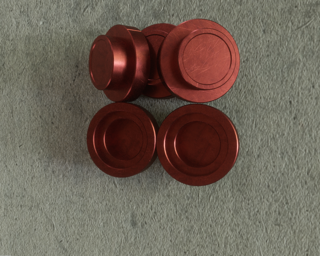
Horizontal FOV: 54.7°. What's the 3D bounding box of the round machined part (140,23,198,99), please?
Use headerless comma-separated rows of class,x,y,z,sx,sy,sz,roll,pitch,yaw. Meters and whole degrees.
round machined part,-0.002,-0.087,0.400,0.098,0.042,0.097,0,90,19

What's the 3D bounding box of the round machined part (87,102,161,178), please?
round machined part,-0.045,0.015,0.416,0.098,0.042,0.097,0,90,19

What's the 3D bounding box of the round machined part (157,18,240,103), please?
round machined part,0.048,-0.078,0.360,0.099,0.042,0.097,-1,96,-12

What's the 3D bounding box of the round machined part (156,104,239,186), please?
round machined part,0.048,0.020,0.383,0.098,0.042,0.097,0,90,19

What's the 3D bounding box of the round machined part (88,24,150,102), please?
round machined part,-0.058,-0.082,0.395,0.098,0.042,0.097,7,99,52
